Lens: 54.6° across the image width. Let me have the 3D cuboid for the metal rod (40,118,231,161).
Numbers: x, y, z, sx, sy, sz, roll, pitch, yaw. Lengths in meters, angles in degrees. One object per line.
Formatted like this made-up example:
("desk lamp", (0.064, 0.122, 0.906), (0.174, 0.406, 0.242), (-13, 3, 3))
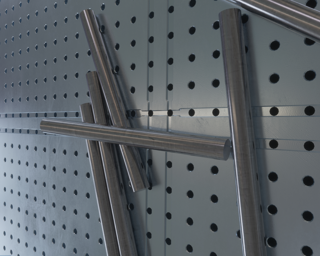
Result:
("metal rod", (-0.054, 0.010, 0.424), (0.300, 0.025, 0.025), (6, 94, 30))

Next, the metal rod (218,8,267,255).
("metal rod", (0.090, 0.020, 0.335), (0.025, 0.025, 0.299), (-8, 85, 40))

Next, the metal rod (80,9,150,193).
("metal rod", (-0.072, -0.050, 0.470), (0.025, 0.025, 0.299), (-30, 71, 36))

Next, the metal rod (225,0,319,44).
("metal rod", (0.088, -0.146, 0.337), (0.300, 0.025, 0.025), (41, 115, 32))

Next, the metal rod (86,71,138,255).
("metal rod", (-0.074, 0.057, 0.471), (0.025, 0.025, 0.299), (-21, 77, 38))

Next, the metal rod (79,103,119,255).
("metal rod", (-0.086, 0.106, 0.482), (0.025, 0.025, 0.299), (-21, 76, 38))
